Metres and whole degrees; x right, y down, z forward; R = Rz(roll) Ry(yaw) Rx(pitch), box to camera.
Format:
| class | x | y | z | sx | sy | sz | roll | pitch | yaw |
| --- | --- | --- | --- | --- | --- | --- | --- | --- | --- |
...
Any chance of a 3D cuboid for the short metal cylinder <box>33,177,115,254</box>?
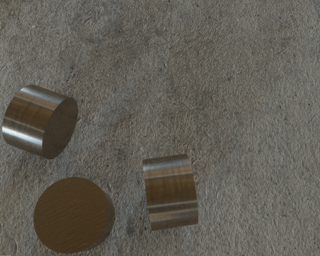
| class | x | y | z | sx | sy | sz | roll | pitch | yaw |
| --- | --- | --- | --- | --- | --- | --- | --- | --- | --- |
| short metal cylinder | -0.096 | 0.101 | 0.357 | 0.081 | 0.050 | 0.080 | 0 | 70 | 0 |

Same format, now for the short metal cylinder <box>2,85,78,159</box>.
| class | x | y | z | sx | sy | sz | roll | pitch | yaw |
| --- | --- | --- | --- | --- | --- | --- | --- | --- | --- |
| short metal cylinder | -0.144 | -0.007 | 0.380 | 0.050 | 0.080 | 0.080 | 19 | 71 | 7 |

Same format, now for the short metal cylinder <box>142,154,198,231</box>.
| class | x | y | z | sx | sy | sz | roll | pitch | yaw |
| --- | --- | --- | --- | --- | --- | --- | --- | --- | --- |
| short metal cylinder | 0.010 | 0.072 | 0.353 | 0.050 | 0.080 | 0.080 | -8 | 70 | -3 |
